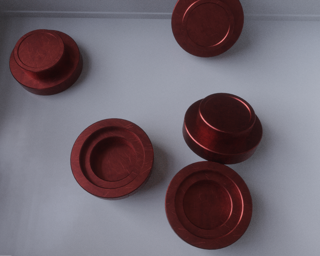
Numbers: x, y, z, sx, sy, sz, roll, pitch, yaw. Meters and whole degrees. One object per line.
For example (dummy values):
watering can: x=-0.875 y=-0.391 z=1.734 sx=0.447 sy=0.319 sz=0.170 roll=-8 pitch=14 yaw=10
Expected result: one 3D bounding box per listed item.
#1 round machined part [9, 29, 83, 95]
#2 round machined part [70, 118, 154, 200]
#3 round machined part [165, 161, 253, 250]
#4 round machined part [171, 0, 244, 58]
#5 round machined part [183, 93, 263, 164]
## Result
round machined part: x=-0.163 y=-0.099 z=0.435 sx=0.099 sy=0.042 sz=0.098 roll=0 pitch=70 yaw=0
round machined part: x=-0.056 y=0.041 z=0.385 sx=0.099 sy=0.042 sz=0.098 roll=0 pitch=70 yaw=0
round machined part: x=0.055 y=0.091 z=0.367 sx=0.099 sy=0.042 sz=0.098 roll=0 pitch=70 yaw=0
round machined part: x=0.065 y=-0.144 z=0.423 sx=0.099 sy=0.097 sz=0.042 roll=6 pitch=29 yaw=2
round machined part: x=0.079 y=-0.006 z=0.386 sx=0.099 sy=0.042 sz=0.098 roll=3 pitch=49 yaw=-3
